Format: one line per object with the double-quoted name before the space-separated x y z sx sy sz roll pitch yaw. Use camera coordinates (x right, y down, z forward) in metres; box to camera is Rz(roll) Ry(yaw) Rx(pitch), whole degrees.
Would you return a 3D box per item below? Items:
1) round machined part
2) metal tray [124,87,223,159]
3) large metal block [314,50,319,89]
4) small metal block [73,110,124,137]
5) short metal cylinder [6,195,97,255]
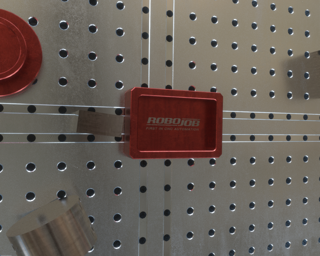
"round machined part" -0.181 -0.083 0.337 0.099 0.042 0.097 0 90 -20
"metal tray" 0.020 -0.005 0.417 0.131 0.030 0.089 1 90 -20
"large metal block" 0.304 -0.094 0.495 0.050 0.080 0.080 -13 95 -20
"small metal block" -0.075 -0.005 0.372 0.050 0.050 0.025 7 88 -20
"short metal cylinder" -0.117 0.116 0.341 0.081 0.080 0.050 -25 99 -18
